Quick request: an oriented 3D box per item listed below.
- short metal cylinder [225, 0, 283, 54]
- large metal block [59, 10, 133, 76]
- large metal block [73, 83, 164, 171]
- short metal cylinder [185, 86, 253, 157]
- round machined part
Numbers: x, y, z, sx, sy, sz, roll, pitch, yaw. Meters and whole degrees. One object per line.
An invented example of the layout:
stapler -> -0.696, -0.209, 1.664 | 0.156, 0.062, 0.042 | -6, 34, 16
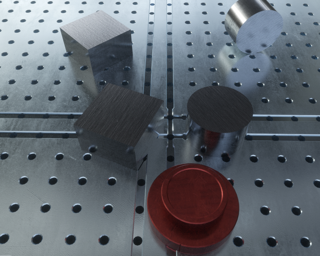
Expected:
short metal cylinder -> 0.156, -0.173, 0.518 | 0.081, 0.080, 0.050 | -11, 51, -9
large metal block -> -0.103, -0.142, 0.510 | 0.080, 0.050, 0.080 | -35, 58, -26
large metal block -> -0.048, -0.003, 0.394 | 0.080, 0.050, 0.080 | 19, 53, 15
short metal cylinder -> 0.074, -0.009, 0.399 | 0.080, 0.050, 0.080 | 0, 50, 0
round machined part -> 0.035, 0.078, 0.331 | 0.099, 0.042, 0.098 | 0, 50, 0
